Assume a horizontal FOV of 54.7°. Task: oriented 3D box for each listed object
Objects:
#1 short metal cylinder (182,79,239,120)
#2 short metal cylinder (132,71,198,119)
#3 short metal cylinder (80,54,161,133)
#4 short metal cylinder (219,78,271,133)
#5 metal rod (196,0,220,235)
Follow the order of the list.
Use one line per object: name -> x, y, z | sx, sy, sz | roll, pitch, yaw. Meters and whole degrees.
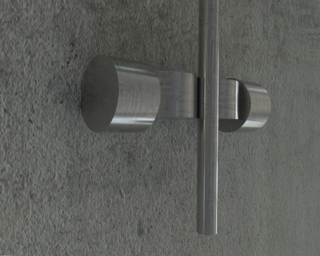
short metal cylinder -> 0.067, -0.037, 0.426 | 0.081, 0.080, 0.050 | 1, 90, -40
short metal cylinder -> 0.005, -0.037, 0.375 | 0.081, 0.080, 0.050 | 1, 90, -40
short metal cylinder -> -0.044, -0.035, 0.333 | 0.050, 0.080, 0.080 | 1, 90, -40
short metal cylinder -> 0.118, -0.033, 0.469 | 0.050, 0.080, 0.080 | 1, 90, -40
metal rod -> 0.058, -0.024, 0.374 | 0.025, 0.025, 0.298 | 1, 89, -40
